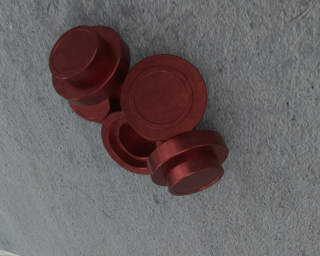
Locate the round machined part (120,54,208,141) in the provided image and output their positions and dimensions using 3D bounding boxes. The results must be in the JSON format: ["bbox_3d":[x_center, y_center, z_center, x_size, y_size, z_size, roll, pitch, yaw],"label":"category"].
[{"bbox_3d":[0.003,-0.034,0.345,0.099,0.042,0.097,1,95,7],"label":"round machined part"}]

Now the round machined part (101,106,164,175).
[{"bbox_3d":[-0.026,0.011,0.416,0.098,0.042,0.097,13,124,20],"label":"round machined part"}]

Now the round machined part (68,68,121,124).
[{"bbox_3d":[-0.086,-0.047,0.413,0.098,0.042,0.097,13,124,20],"label":"round machined part"}]

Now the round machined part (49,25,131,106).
[{"bbox_3d":[-0.087,-0.078,0.356,0.098,0.098,0.042,1,160,27],"label":"round machined part"}]

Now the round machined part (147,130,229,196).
[{"bbox_3d":[0.037,0.047,0.370,0.097,0.099,0.042,-50,48,39],"label":"round machined part"}]
